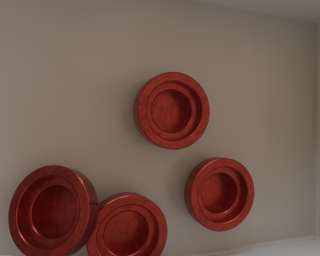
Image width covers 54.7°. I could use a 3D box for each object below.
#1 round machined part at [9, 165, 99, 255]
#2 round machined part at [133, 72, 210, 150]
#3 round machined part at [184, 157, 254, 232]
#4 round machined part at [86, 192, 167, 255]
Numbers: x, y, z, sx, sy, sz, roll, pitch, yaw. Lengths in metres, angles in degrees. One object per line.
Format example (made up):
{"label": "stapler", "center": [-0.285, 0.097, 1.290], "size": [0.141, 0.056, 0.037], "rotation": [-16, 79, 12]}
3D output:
{"label": "round machined part", "center": [-0.112, 0.093, 0.343], "size": [0.098, 0.042, 0.098], "rotation": [-4, 74, 16]}
{"label": "round machined part", "center": [0.012, -0.022, 0.407], "size": [0.099, 0.042, 0.097], "rotation": [0, 90, -21]}
{"label": "round machined part", "center": [0.078, 0.089, 0.432], "size": [0.099, 0.042, 0.097], "rotation": [0, 90, -21]}
{"label": "round machined part", "center": [-0.044, 0.128, 0.386], "size": [0.099, 0.042, 0.097], "rotation": [0, 90, -21]}
